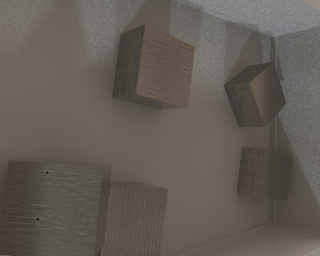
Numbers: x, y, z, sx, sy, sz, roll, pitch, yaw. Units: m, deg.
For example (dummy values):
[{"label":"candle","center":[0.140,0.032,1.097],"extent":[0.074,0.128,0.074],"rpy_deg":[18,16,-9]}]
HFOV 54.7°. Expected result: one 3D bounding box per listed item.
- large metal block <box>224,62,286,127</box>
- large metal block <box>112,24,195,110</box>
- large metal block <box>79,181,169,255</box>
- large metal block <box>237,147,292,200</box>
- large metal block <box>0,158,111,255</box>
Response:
[{"label":"large metal block","center":[0.163,-0.056,0.527],"extent":[0.080,0.050,0.080],"rpy_deg":[-38,114,-33]},{"label":"large metal block","center":[-0.007,-0.070,0.384],"extent":[0.081,0.050,0.080],"rpy_deg":[11,83,-40]},{"label":"large metal block","center":[-0.041,0.105,0.356],"extent":[0.081,0.050,0.080],"rpy_deg":[12,82,-39]},{"label":"large metal block","center":[0.184,0.080,0.545],"extent":[0.081,0.050,0.080],"rpy_deg":[15,81,-39]},{"label":"large metal block","center":[-0.092,0.072,0.287],"extent":[0.080,0.050,0.080],"rpy_deg":[5,86,0]}]
